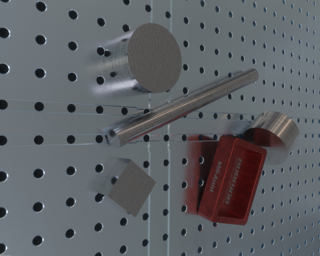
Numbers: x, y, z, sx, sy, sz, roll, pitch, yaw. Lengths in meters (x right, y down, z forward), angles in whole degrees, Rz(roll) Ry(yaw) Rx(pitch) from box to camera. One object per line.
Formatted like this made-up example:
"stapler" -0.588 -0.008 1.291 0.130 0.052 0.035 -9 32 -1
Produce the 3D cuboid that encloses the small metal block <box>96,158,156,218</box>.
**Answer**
"small metal block" -0.040 0.072 0.376 0.050 0.025 0.050 47 62 -30

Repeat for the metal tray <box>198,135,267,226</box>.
"metal tray" 0.117 0.084 0.492 0.091 0.030 0.129 19 86 -38

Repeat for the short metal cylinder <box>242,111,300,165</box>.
"short metal cylinder" 0.190 0.017 0.533 0.050 0.080 0.080 -43 116 -32

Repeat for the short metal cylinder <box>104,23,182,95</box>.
"short metal cylinder" -0.020 -0.081 0.376 0.081 0.050 0.079 0 90 -40

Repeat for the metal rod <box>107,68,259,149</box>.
"metal rod" 0.054 -0.040 0.454 0.302 0.025 0.025 -26 107 -37
